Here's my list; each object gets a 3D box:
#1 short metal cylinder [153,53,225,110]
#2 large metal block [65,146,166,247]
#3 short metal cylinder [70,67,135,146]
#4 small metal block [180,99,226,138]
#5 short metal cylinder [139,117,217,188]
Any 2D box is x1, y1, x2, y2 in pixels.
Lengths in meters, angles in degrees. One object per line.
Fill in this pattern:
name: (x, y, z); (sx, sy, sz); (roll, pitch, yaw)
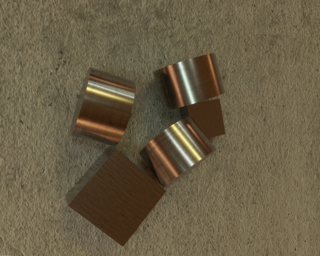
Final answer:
short metal cylinder: (0.037, -0.058, 0.393); (0.081, 0.080, 0.050); (-19, 97, -19)
large metal block: (-0.054, 0.079, 0.376); (0.080, 0.050, 0.080); (43, 77, -15)
short metal cylinder: (-0.067, -0.024, 0.355); (0.050, 0.080, 0.080); (16, 85, -20)
small metal block: (0.059, -0.011, 0.431); (0.050, 0.025, 0.050); (-12, 94, -20)
short metal cylinder: (0.022, 0.030, 0.381); (0.080, 0.080, 0.050); (-33, 77, -17)
